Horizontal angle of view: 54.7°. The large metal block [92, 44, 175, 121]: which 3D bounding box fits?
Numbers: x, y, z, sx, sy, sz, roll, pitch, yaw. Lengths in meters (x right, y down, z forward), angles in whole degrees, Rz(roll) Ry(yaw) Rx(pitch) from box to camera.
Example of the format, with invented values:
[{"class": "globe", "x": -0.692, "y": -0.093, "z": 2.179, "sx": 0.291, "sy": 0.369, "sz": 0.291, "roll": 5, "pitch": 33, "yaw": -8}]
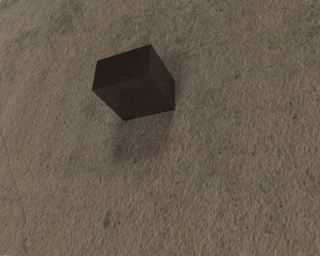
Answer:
[{"class": "large metal block", "x": -0.032, "y": -0.057, "z": 0.419, "sx": 0.080, "sy": 0.080, "sz": 0.050, "roll": -12, "pitch": 57, "yaw": 22}]
